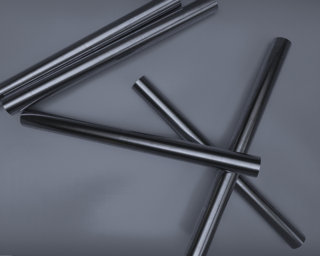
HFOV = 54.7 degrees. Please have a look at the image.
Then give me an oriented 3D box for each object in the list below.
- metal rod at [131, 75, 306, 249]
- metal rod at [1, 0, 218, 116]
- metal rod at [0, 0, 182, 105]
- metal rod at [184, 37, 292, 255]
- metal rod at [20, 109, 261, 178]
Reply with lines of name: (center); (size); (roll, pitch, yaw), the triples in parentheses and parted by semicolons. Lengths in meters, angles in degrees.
metal rod: (0.077, 0.045, 0.411); (0.300, 0.025, 0.025); (45, 90, 0)
metal rod: (-0.062, -0.097, 0.405); (0.301, 0.025, 0.025); (-28, 90, -3)
metal rod: (-0.110, -0.100, 0.410); (0.301, 0.025, 0.025); (-29, 90, 0)
metal rod: (0.101, 0.021, 0.391); (0.025, 0.025, 0.299); (25, 82, 0)
metal rod: (-0.032, 0.016, 0.383); (0.301, 0.025, 0.025); (11, 90, 10)
